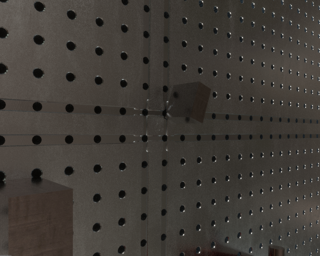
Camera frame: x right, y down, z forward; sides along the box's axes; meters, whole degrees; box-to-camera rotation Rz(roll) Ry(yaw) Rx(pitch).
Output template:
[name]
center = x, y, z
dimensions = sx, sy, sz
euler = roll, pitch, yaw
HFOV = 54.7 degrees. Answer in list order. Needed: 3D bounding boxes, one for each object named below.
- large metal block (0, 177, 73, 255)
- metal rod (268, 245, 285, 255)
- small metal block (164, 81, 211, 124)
[large metal block]
center = -0.119, 0.091, 0.275
dimensions = 0.050, 0.080, 0.079
euler = 0, 90, -40
[metal rod]
center = 0.180, 0.343, 0.490
dimensions = 0.025, 0.025, 0.298
euler = 10, 81, -40
[small metal block]
center = 0.038, -0.034, 0.427
dimensions = 0.025, 0.050, 0.050
euler = 26, 74, -38
